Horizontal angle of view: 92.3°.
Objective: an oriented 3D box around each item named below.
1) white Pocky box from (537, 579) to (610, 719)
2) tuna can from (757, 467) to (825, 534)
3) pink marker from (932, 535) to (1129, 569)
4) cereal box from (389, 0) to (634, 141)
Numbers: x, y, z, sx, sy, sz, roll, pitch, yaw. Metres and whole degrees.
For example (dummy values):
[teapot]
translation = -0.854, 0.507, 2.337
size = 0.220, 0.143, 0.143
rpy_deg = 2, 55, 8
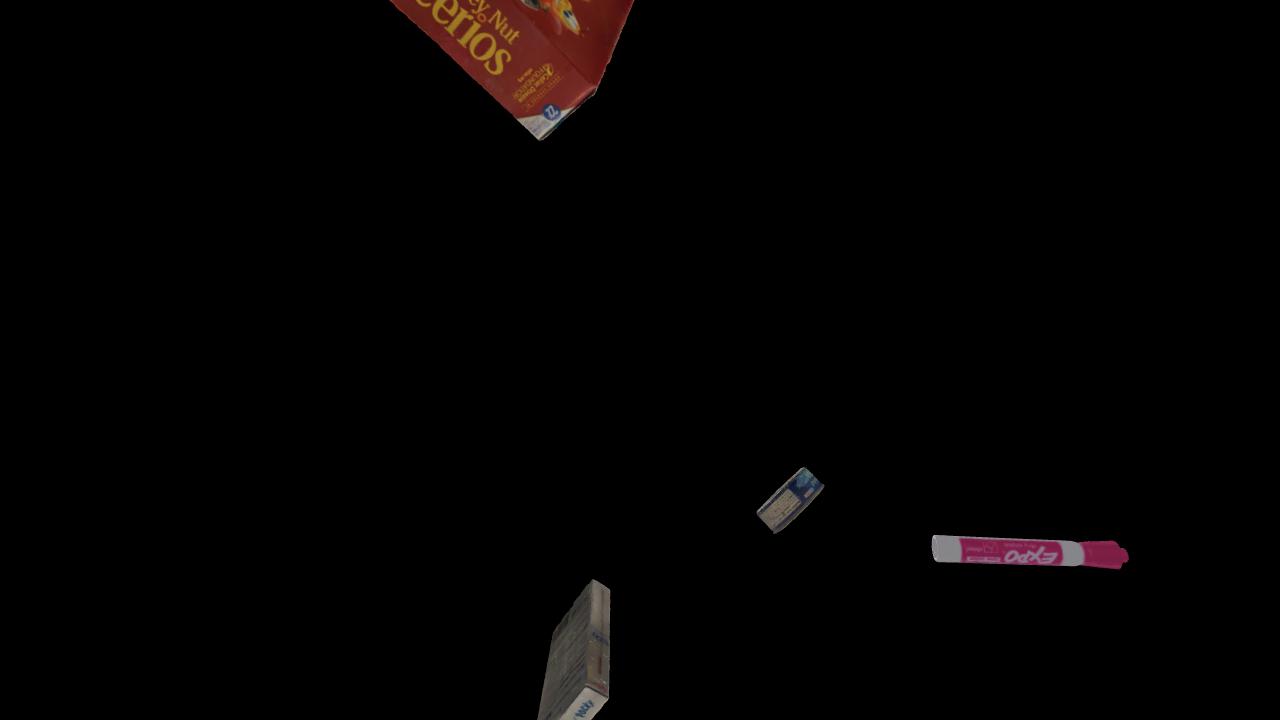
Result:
[white Pocky box]
translation = -0.061, 0.287, 0.586
size = 0.028, 0.084, 0.154
rpy_deg = 34, 10, -9
[tuna can]
translation = 0.180, 0.168, 0.739
size = 0.034, 0.084, 0.084
rpy_deg = 46, 16, 16
[pink marker]
translation = 0.271, 0.134, 0.430
size = 0.121, 0.020, 0.020
rpy_deg = -1, 0, 12
[cereal box]
translation = -0.136, -0.330, 0.427
size = 0.081, 0.203, 0.306
rpy_deg = -23, -48, 38
